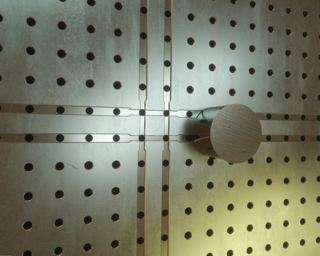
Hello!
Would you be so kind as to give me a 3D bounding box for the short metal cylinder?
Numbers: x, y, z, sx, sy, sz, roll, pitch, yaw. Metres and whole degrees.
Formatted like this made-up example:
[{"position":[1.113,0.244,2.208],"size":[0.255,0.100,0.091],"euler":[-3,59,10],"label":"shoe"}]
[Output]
[{"position":[0.094,0.007,0.435],"size":[0.081,0.050,0.079],"euler":[0,90,-20],"label":"short metal cylinder"}]
